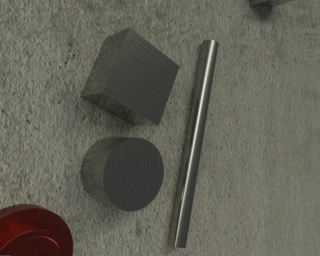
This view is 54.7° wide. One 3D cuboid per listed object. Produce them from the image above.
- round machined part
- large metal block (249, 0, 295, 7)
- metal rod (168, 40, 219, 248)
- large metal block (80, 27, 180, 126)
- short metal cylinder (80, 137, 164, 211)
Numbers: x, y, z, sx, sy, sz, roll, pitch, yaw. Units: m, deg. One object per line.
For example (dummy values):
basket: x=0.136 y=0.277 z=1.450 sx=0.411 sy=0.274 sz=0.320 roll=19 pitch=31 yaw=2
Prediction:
round machined part: x=-0.127 y=0.124 z=0.289 sx=0.099 sy=0.042 sz=0.097 roll=0 pitch=90 yaw=-40
large metal block: x=0.201 y=-0.268 z=0.560 sx=0.081 sy=0.050 sz=0.079 roll=-17 pitch=101 yaw=-39
metal rod: x=0.050 y=0.016 z=0.449 sx=0.025 sy=0.025 sz=0.299 roll=17 pitch=79 yaw=-39
large metal block: x=-0.033 y=-0.055 z=0.362 sx=0.080 sy=0.050 sz=0.080 roll=31 pitch=71 yaw=-36
short metal cylinder: x=-0.042 y=0.050 z=0.355 sx=0.081 sy=0.050 sz=0.079 roll=0 pitch=90 yaw=-40
